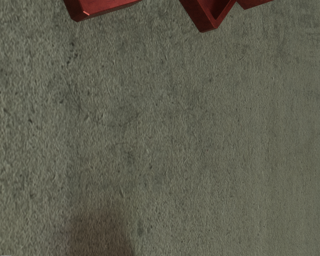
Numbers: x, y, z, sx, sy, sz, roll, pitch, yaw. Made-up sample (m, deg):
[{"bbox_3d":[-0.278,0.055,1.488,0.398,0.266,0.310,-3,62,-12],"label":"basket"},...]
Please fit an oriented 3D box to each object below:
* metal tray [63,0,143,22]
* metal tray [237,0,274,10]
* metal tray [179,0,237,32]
[{"bbox_3d":[-0.078,-0.192,0.336,0.091,0.030,0.129,-34,111,-35],"label":"metal tray"},{"bbox_3d":[0.188,-0.251,0.493,0.030,0.130,0.090,28,73,-37],"label":"metal tray"},{"bbox_3d":[0.079,-0.220,0.466,0.090,0.030,0.130,49,61,-29],"label":"metal tray"}]
